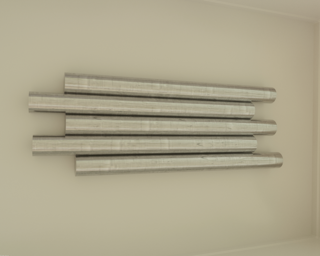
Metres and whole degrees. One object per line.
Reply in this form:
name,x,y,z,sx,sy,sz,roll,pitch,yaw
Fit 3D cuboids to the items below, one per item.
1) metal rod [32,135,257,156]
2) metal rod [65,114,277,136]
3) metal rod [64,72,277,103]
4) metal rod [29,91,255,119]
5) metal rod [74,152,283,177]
metal rod,-0.004,0.022,0.408,0.303,0.025,0.025,1,90,-21
metal rod,0.029,-0.002,0.421,0.303,0.025,0.025,1,90,-21
metal rod,0.028,-0.052,0.420,0.303,0.025,0.025,1,90,-21
metal rod,-0.008,-0.028,0.407,0.303,0.025,0.025,1,90,-21
metal rod,0.040,0.048,0.425,0.303,0.025,0.025,1,90,-21
